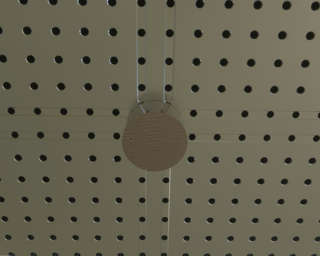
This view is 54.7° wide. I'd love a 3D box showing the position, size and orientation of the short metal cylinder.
[{"bbox_3d":[-0.006,0.009,0.403,0.081,0.050,0.079,0,110,-1],"label":"short metal cylinder"}]
